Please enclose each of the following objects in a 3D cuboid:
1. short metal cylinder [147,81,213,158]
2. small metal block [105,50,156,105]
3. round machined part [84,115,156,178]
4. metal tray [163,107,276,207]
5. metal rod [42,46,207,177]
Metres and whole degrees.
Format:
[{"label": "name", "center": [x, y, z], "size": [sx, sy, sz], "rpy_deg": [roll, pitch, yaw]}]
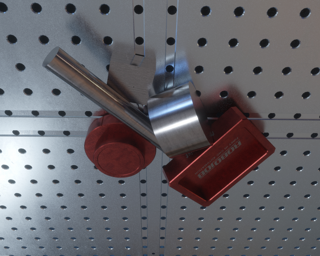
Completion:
[{"label": "short metal cylinder", "center": [0.026, -0.009, 0.368], "size": [0.050, 0.080, 0.080], "rpy_deg": [-20, 128, 15]}, {"label": "small metal block", "center": [-0.035, -0.058, 0.362], "size": [0.050, 0.025, 0.050], "rpy_deg": [10, 129, -9]}, {"label": "round machined part", "center": [-0.054, 0.031, 0.425], "size": [0.099, 0.042, 0.097], "rpy_deg": [-1, 130, 0]}, {"label": "metal tray", "center": [0.080, 0.043, 0.419], "size": [0.130, 0.030, 0.090], "rpy_deg": [-43, 127, 12]}, {"label": "metal rod", "center": [-0.012, 0.004, 0.393], "size": [0.025, 0.025, 0.301], "rpy_deg": [-32, 131, 24]}]
